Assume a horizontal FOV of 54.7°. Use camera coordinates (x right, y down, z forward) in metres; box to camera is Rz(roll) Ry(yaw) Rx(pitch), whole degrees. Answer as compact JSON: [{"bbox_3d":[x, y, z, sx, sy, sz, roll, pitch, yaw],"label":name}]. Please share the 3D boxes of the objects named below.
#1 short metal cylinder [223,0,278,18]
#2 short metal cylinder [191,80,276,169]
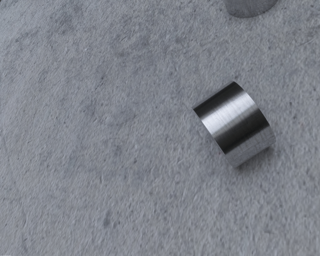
[{"bbox_3d":[0.129,-0.207,0.447,0.080,0.050,0.080,-13,56,20],"label":"short metal cylinder"},{"bbox_3d":[0.077,-0.004,0.330,0.050,0.080,0.080,-35,52,5],"label":"short metal cylinder"}]
